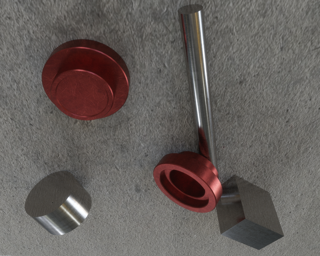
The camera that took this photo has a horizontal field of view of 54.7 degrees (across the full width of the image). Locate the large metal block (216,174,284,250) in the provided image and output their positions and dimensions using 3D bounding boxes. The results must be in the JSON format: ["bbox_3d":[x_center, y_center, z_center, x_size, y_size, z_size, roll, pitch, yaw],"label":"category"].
[{"bbox_3d":[0.136,0.132,0.484,0.080,0.080,0.050,28,125,-22],"label":"large metal block"}]

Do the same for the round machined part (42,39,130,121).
[{"bbox_3d":[-0.085,-0.047,0.355,0.099,0.042,0.097,0,130,0],"label":"round machined part"}]

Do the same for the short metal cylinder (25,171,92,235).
[{"bbox_3d":[-0.151,0.111,0.464,0.080,0.080,0.050,-16,128,13],"label":"short metal cylinder"}]

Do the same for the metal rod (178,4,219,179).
[{"bbox_3d":[0.057,-0.006,0.402,0.025,0.025,0.298,-8,130,7],"label":"metal rod"}]

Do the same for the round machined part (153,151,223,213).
[{"bbox_3d":[0.043,0.071,0.438,0.098,0.042,0.097,23,141,21],"label":"round machined part"}]
